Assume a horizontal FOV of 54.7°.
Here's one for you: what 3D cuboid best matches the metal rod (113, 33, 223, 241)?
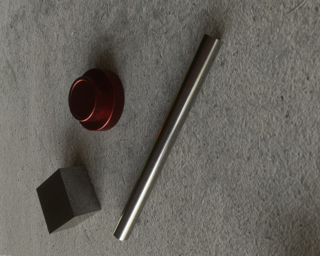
[{"bbox_3d":[0.002,0.025,0.400,0.025,0.025,0.298,37,112,33],"label":"metal rod"}]

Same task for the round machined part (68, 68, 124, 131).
[{"bbox_3d":[-0.104,-0.044,0.477,0.098,0.042,0.097,0,90,39],"label":"round machined part"}]

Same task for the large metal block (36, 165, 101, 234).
[{"bbox_3d":[-0.152,0.117,0.511,0.080,0.050,0.080,-38,67,33],"label":"large metal block"}]
